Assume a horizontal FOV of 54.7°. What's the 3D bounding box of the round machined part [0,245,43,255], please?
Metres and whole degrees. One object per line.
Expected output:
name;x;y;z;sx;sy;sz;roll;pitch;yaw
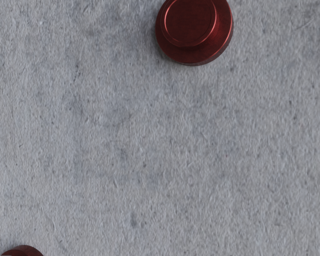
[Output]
round machined part;-0.220;0.236;0.475;0.098;0.042;0.097;0;90;19

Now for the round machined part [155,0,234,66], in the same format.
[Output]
round machined part;0.039;-0.129;0.386;0.098;0.042;0.097;0;90;19
